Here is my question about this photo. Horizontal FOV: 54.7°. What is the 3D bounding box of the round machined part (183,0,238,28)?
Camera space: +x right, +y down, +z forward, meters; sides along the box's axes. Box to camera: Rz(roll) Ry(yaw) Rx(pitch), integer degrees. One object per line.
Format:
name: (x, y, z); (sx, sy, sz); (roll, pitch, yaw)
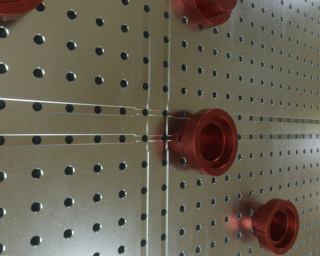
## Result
round machined part: (0.082, -0.206, 0.468); (0.099, 0.042, 0.097); (0, 90, -40)

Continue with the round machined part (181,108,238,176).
round machined part: (0.069, 0.020, 0.459); (0.099, 0.042, 0.097); (0, 90, -40)

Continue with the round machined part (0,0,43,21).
round machined part: (-0.151, -0.144, 0.272); (0.099, 0.042, 0.097); (0, 90, -40)

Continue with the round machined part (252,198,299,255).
round machined part: (0.210, 0.179, 0.574); (0.099, 0.042, 0.097); (0, 91, -34)
